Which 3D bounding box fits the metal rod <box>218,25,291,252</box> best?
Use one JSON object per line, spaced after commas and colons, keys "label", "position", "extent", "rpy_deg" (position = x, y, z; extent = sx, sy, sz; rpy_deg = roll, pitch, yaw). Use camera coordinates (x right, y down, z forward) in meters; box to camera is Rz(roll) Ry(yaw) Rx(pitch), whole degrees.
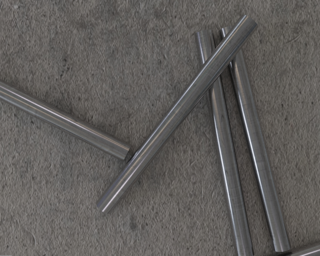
{"label": "metal rod", "position": [0.125, 0.014, 0.410], "extent": [0.025, 0.025, 0.298], "rpy_deg": [-14, 90, 0]}

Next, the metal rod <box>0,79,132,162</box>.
{"label": "metal rod", "position": [-0.177, -0.034, 0.408], "extent": [0.301, 0.025, 0.025], "rpy_deg": [27, 90, 0]}

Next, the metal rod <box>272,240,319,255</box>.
{"label": "metal rod", "position": [0.122, 0.192, 0.410], "extent": [0.302, 0.025, 0.025], "rpy_deg": [-18, 90, 0]}

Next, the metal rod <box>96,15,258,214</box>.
{"label": "metal rod", "position": [0.017, -0.012, 0.393], "extent": [0.025, 0.025, 0.299], "rpy_deg": [38, 97, 0]}

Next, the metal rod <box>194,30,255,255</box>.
{"label": "metal rod", "position": [0.085, 0.021, 0.410], "extent": [0.025, 0.025, 0.298], "rpy_deg": [-11, 90, 0]}
